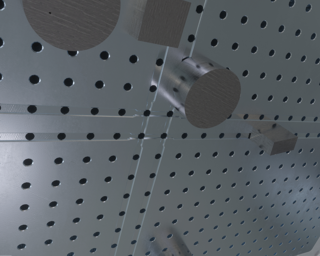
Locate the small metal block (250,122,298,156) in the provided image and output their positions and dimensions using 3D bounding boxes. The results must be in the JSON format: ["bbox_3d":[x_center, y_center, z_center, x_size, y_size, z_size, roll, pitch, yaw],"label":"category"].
[{"bbox_3d":[0.185,0.017,0.507,0.050,0.050,0.025,-9,123,-24],"label":"small metal block"}]

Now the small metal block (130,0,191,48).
[{"bbox_3d":[0.000,-0.119,0.338,0.050,0.025,0.050,2,117,-30],"label":"small metal block"}]

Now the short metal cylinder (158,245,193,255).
[{"bbox_3d":[0.031,0.267,0.578,0.081,0.050,0.079,-14,124,-21],"label":"short metal cylinder"}]

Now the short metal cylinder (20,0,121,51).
[{"bbox_3d":[-0.082,-0.116,0.279,0.081,0.050,0.079,-14,124,-21],"label":"short metal cylinder"}]

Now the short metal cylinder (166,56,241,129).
[{"bbox_3d":[0.055,-0.046,0.397,0.081,0.050,0.079,-14,124,-21],"label":"short metal cylinder"}]
